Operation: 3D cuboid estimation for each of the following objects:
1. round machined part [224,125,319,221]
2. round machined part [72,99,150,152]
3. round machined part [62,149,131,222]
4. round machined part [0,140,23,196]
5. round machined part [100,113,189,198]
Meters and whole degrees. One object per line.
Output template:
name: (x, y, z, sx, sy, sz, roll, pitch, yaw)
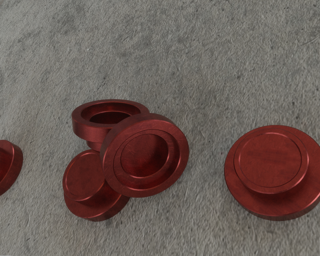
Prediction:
round machined part: (0.112, 0.039, 0.310, 0.098, 0.042, 0.098, -13, 56, 21)
round machined part: (-0.063, -0.002, 0.406, 0.099, 0.042, 0.098, 2, 25, 0)
round machined part: (-0.084, 0.066, 0.397, 0.098, 0.042, 0.098, -13, 56, 21)
round machined part: (-0.275, 0.062, 0.500, 0.098, 0.042, 0.098, -13, 56, 21)
round machined part: (-0.020, 0.027, 0.355, 0.098, 0.098, 0.042, -41, 32, 1)
